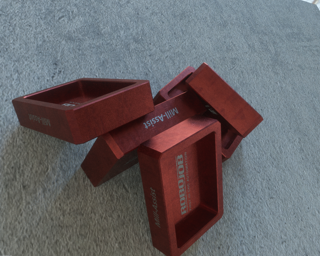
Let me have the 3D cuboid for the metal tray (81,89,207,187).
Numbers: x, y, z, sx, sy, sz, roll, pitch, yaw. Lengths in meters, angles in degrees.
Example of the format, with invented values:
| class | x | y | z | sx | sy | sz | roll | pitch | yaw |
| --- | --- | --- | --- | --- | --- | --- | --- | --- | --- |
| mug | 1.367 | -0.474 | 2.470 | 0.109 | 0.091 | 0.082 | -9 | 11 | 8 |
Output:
| class | x | y | z | sx | sy | sz | roll | pitch | yaw |
| --- | --- | --- | --- | --- | --- | --- | --- | --- | --- |
| metal tray | -0.017 | 0.010 | 0.349 | 0.131 | 0.090 | 0.030 | -28 | 78 | -38 |

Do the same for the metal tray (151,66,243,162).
| class | x | y | z | sx | sy | sz | roll | pitch | yaw |
| --- | --- | --- | --- | --- | --- | --- | --- | --- | --- |
| metal tray | 0.062 | -0.020 | 0.450 | 0.130 | 0.030 | 0.090 | 44 | 51 | 2 |

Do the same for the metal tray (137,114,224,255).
| class | x | y | z | sx | sy | sz | roll | pitch | yaw |
| --- | --- | --- | --- | --- | --- | --- | --- | --- | --- |
| metal tray | 0.027 | 0.061 | 0.328 | 0.091 | 0.030 | 0.129 | -28 | 122 | -37 |

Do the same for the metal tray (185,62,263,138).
| class | x | y | z | sx | sy | sz | roll | pitch | yaw |
| --- | --- | --- | --- | --- | --- | --- | --- | --- | --- |
| metal tray | 0.076 | -0.034 | 0.397 | 0.090 | 0.030 | 0.130 | 44 | 6 | 1 |

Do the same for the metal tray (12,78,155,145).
| class | x | y | z | sx | sy | sz | roll | pitch | yaw |
| --- | --- | --- | --- | --- | --- | --- | --- | --- | --- |
| metal tray | -0.081 | -0.024 | 0.317 | 0.091 | 0.130 | 0.030 | -27 | 116 | -38 |
